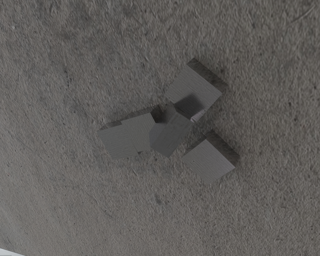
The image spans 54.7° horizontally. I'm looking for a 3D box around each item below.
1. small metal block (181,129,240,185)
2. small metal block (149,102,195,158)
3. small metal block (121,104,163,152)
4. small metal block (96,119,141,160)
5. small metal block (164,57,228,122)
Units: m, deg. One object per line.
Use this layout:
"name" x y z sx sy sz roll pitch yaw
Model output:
"small metal block" 0.064 0.038 0.396 0.050 0.025 0.050 44 129 -3
"small metal block" 0.012 0.001 0.367 0.025 0.050 0.050 33 102 -13
"small metal block" -0.016 0.001 0.416 0.050 0.025 0.050 -14 111 34
"small metal block" -0.055 0.016 0.445 0.050 0.025 0.050 -14 111 34
"small metal block" 0.041 -0.044 0.358 0.050 0.025 0.050 39 129 1
